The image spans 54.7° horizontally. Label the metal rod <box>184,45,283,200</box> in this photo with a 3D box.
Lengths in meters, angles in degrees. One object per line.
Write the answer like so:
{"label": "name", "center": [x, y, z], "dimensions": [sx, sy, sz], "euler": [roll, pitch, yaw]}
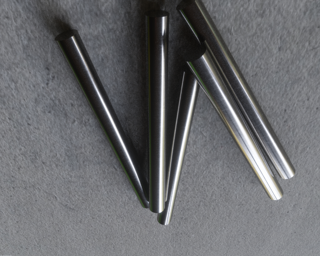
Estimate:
{"label": "metal rod", "center": [0.111, 0.015, 0.407], "dimensions": [0.025, 0.025, 0.300], "euler": [-24, 131, 19]}

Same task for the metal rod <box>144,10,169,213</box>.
{"label": "metal rod", "center": [-0.004, 0.005, 0.399], "dimensions": [0.025, 0.025, 0.298], "euler": [0, 127, -1]}

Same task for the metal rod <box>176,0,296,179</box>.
{"label": "metal rod", "center": [0.109, -0.028, 0.384], "dimensions": [0.025, 0.025, 0.300], "euler": [-27, 126, 20]}

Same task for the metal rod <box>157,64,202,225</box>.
{"label": "metal rod", "center": [0.022, 0.046, 0.446], "dimensions": [0.025, 0.025, 0.298], "euler": [4, 130, -4]}

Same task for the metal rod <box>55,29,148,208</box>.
{"label": "metal rod", "center": [-0.059, 0.012, 0.416], "dimensions": [0.025, 0.025, 0.299], "euler": [-12, 130, 9]}
